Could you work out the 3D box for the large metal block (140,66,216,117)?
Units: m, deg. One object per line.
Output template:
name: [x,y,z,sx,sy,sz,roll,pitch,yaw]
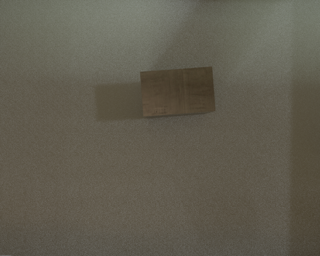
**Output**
large metal block: [0.020,-0.041,0.384,0.080,0.080,0.050,-4,90,0]
